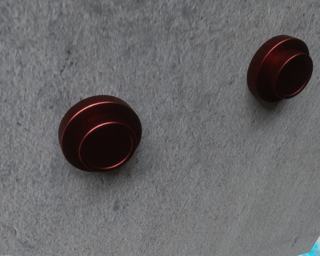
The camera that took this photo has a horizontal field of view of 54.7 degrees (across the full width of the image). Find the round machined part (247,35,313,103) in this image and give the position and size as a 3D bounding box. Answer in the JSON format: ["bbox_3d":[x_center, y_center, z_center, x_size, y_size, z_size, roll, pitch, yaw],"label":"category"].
[{"bbox_3d":[0.179,-0.080,0.446,0.099,0.042,0.097,-14,125,-21],"label":"round machined part"}]

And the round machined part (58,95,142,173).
[{"bbox_3d":[-0.067,0.014,0.369,0.099,0.042,0.097,-14,125,-21],"label":"round machined part"}]
